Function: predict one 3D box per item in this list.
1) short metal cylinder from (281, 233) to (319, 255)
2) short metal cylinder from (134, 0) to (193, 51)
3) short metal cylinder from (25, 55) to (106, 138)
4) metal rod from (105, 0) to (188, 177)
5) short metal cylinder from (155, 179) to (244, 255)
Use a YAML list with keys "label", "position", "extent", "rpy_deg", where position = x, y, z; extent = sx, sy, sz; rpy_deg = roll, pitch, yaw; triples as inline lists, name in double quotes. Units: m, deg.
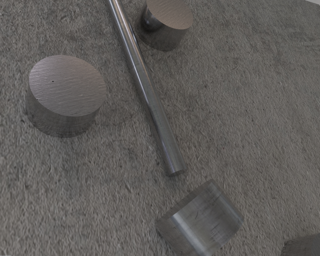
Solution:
- label: "short metal cylinder"
  position: [0.201, 0.176, 0.388]
  extent: [0.081, 0.050, 0.080]
  rpy_deg: [14, 56, -21]
- label: "short metal cylinder"
  position: [0.006, -0.170, 0.495]
  extent: [0.081, 0.050, 0.080]
  rpy_deg: [14, 56, -21]
- label: "short metal cylinder"
  position: [-0.107, -0.035, 0.351]
  extent: [0.081, 0.050, 0.080]
  rpy_deg: [14, 56, -21]
- label: "metal rod"
  position: [-0.027, -0.075, 0.435]
  extent: [0.025, 0.025, 0.299]
  rpy_deg: [-7, 65, -31]
- label: "short metal cylinder"
  position: [0.041, 0.099, 0.330]
  extent: [0.081, 0.080, 0.050]
  rpy_deg: [-32, 80, -38]
